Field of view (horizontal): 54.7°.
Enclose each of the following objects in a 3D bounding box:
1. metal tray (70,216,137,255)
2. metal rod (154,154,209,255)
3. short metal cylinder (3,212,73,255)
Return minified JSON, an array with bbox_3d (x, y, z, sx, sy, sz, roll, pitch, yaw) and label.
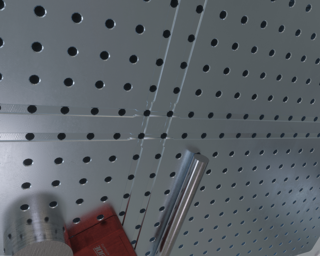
[{"bbox_3d":[-0.086,0.206,0.488,0.091,0.030,0.129,-26,128,-13],"label":"metal tray"},{"bbox_3d":[0.021,0.177,0.532,0.025,0.025,0.298,4,117,-31],"label":"metal rod"},{"bbox_3d":[-0.160,0.158,0.406,0.081,0.050,0.079,-14,124,-21],"label":"short metal cylinder"}]
